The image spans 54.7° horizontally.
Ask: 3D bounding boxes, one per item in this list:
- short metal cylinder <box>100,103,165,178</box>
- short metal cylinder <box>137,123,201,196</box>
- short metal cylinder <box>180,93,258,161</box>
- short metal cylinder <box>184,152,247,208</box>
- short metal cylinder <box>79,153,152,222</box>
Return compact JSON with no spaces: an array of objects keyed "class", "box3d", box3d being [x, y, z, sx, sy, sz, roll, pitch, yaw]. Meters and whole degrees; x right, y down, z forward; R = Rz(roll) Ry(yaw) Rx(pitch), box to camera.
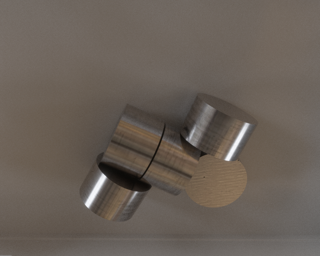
[{"class":"short metal cylinder","box3d":[-0.034,0.016,0.386,0.050,0.080,0.080,24,108,-9]},{"class":"short metal cylinder","box3d":[0.011,0.039,0.396,0.050,0.080,0.080,25,108,-9]},{"class":"short metal cylinder","box3d":[0.071,-0.003,0.380,0.080,0.080,0.050,22,109,-8]},{"class":"short metal cylinder","box3d":[0.071,0.059,0.419,0.081,0.050,0.079,0,110,-1]},{"class":"short metal cylinder","box3d":[-0.057,0.075,0.407,0.080,0.080,0.050,28,108,-10]}]
